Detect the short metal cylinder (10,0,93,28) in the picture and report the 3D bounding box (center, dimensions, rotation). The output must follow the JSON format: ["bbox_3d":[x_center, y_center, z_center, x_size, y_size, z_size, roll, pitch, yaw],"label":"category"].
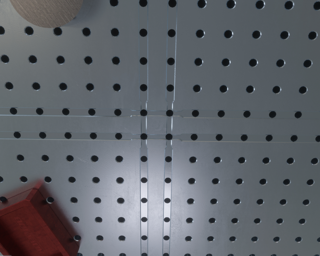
[{"bbox_3d":[-0.118,-0.153,0.342,0.081,0.050,0.079,0,110,0],"label":"short metal cylinder"}]

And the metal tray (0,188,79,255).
[{"bbox_3d":[-0.196,0.164,0.469,0.090,0.030,0.130,-24,109,8],"label":"metal tray"}]
